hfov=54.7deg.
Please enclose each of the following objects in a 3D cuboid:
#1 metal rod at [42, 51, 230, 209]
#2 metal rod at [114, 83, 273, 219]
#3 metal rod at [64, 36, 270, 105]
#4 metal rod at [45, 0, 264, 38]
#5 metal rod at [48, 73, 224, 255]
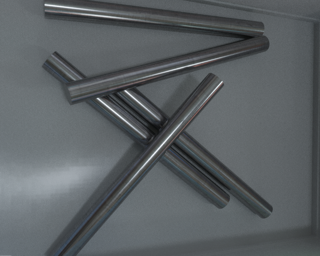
[{"bbox_3d":[-0.019,0.012,0.404,0.300,0.025,0.025,40,77,-16],"label":"metal rod"},{"bbox_3d":[0.051,0.034,0.430,0.300,0.025,0.025,40,77,-16],"label":"metal rod"},{"bbox_3d":[0.027,-0.082,0.404,0.302,0.025,0.025,-19,97,-25],"label":"metal rod"},{"bbox_3d":[0.007,-0.145,0.413,0.303,0.025,0.025,-1,91,-21],"label":"metal rod"},{"bbox_3d":[-0.027,0.050,0.379,0.025,0.025,0.300,43,84,-16],"label":"metal rod"}]
